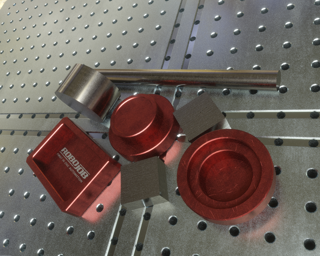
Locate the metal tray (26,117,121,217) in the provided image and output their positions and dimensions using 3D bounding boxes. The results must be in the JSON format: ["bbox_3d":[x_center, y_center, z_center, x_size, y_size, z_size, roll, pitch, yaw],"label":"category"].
[{"bbox_3d":[-0.126,0.050,0.440,0.090,0.030,0.130,-50,51,-7],"label":"metal tray"}]

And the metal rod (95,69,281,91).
[{"bbox_3d":[0.013,-0.072,0.445,0.300,0.025,0.025,7,65,31],"label":"metal rod"}]

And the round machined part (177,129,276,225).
[{"bbox_3d":[0.071,0.053,0.327,0.098,0.042,0.098,-13,56,21],"label":"round machined part"}]

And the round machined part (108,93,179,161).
[{"bbox_3d":[-0.027,-0.007,0.415,0.098,0.042,0.098,-14,53,19],"label":"round machined part"}]

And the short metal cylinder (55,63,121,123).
[{"bbox_3d":[-0.106,-0.050,0.460,0.080,0.080,0.050,19,72,35],"label":"short metal cylinder"}]

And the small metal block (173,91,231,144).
[{"bbox_3d":[0.051,-0.010,0.388,0.050,0.025,0.050,-33,51,6],"label":"small metal block"}]

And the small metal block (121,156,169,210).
[{"bbox_3d":[-0.020,0.068,0.377,0.050,0.025,0.050,-18,55,18],"label":"small metal block"}]
